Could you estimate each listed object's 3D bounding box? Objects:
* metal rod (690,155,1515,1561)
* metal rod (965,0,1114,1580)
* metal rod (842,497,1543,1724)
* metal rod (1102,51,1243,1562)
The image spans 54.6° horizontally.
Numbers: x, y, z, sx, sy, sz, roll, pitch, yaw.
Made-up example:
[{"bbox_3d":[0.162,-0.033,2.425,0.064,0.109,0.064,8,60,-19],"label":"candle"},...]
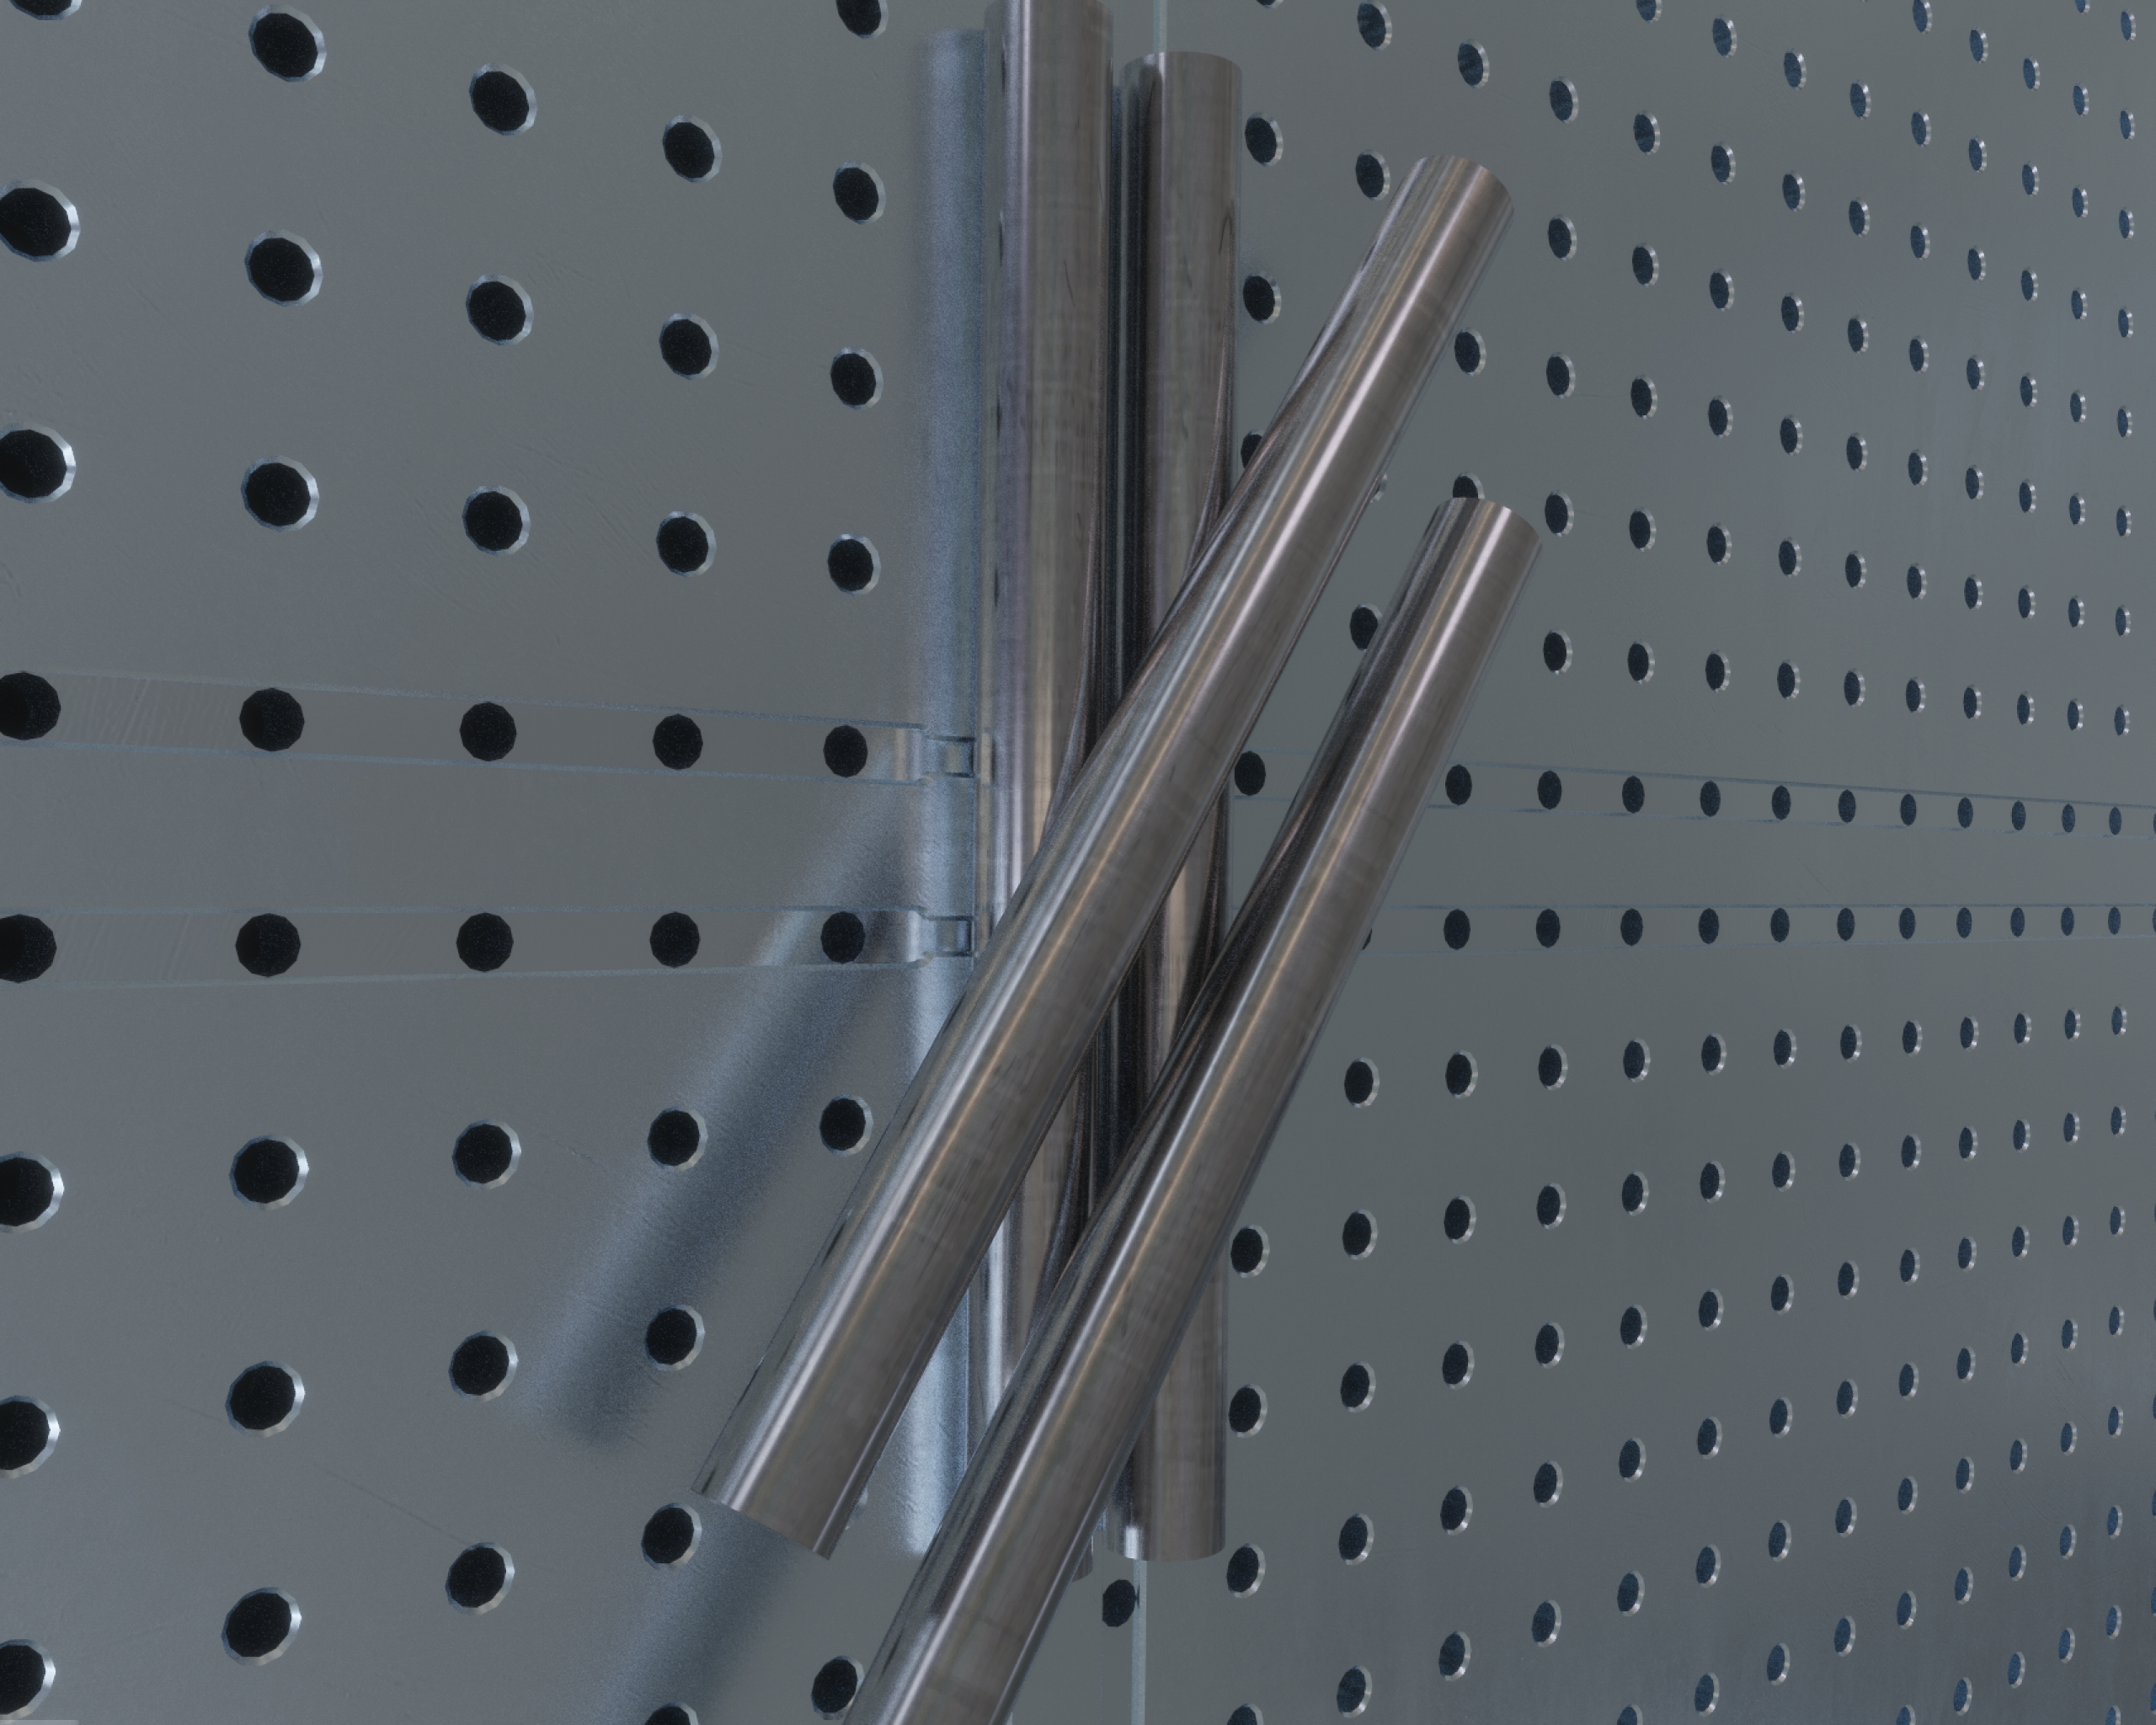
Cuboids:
[{"bbox_3d":[0.015,-0.017,0.389,0.025,0.025,0.300,42,65,-32],"label":"metal rod"},{"bbox_3d":[-0.008,-0.014,0.402,0.025,0.025,0.298,1,89,-40],"label":"metal rod"},{"bbox_3d":[0.023,0.053,0.394,0.025,0.025,0.300,42,65,-32],"label":"metal rod"},{"bbox_3d":[0.019,-0.011,0.425,0.025,0.025,0.298,1,89,-40],"label":"metal rod"}]
